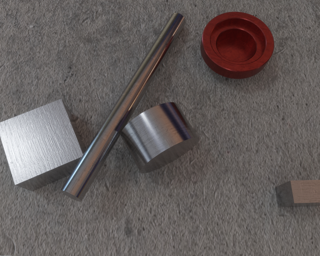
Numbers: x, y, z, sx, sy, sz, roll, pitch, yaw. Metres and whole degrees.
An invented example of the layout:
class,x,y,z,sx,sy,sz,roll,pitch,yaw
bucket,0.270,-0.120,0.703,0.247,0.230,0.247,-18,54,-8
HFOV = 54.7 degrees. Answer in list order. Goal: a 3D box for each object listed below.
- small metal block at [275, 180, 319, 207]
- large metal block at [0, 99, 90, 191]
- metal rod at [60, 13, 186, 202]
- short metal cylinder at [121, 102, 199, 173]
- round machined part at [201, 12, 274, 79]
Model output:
class,x,y,z,sx,sy,sz,roll,pitch,yaw
small metal block,0.172,0.079,0.368,0.050,0.050,0.025,-1,70,-1
large metal block,-0.141,0.022,0.385,0.080,0.050,0.080,-23,72,-9
metal rod,-0.034,-0.046,0.399,0.025,0.025,0.300,23,62,8
short metal cylinder,0.000,0.013,0.374,0.080,0.080,0.050,-28,73,-10
round machined part,0.107,-0.113,0.442,0.099,0.042,0.098,0,70,-1
